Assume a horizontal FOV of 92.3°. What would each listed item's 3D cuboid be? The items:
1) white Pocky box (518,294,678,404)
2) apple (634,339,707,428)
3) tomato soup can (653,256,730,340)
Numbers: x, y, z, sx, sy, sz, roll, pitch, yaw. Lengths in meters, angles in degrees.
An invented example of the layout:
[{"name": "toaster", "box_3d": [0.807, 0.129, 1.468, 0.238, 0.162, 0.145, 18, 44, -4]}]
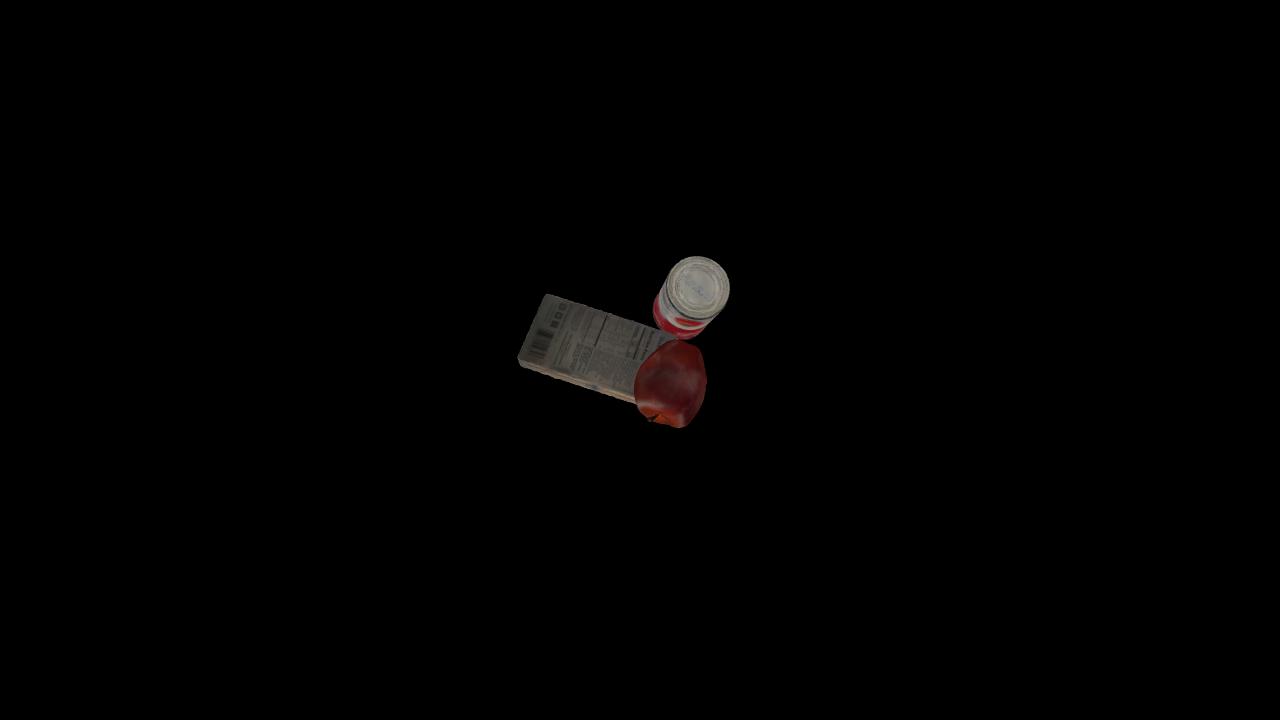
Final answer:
[{"name": "white Pocky box", "box_3d": [-0.045, -0.010, 0.660, 0.154, 0.084, 0.028, 18, -20, 7]}, {"name": "apple", "box_3d": [0.031, 0.025, 0.638, 0.079, 0.093, 0.079, 21, -23, 9]}, {"name": "tomato soup can", "box_3d": [0.053, -0.065, 0.659, 0.068, 0.068, 0.101, 0, -10, -6]}]
